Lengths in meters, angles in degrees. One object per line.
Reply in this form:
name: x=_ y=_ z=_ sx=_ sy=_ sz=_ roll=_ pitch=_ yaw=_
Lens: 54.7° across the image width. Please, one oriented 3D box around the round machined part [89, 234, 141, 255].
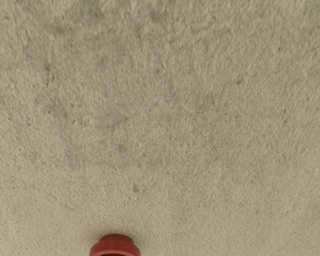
round machined part: x=-0.086 y=0.242 z=0.601 sx=0.099 sy=0.042 sz=0.097 roll=-1 pitch=130 yaw=0
